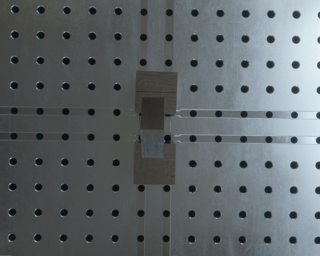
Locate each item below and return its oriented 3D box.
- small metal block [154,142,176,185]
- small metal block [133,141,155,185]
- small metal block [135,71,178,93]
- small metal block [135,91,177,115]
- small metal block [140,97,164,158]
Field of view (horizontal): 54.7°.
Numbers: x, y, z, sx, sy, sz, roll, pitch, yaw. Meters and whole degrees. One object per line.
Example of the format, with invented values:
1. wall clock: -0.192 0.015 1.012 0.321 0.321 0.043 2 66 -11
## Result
1. small metal block: 0.006 0.044 0.400 0.025 0.050 0.050 1 90 0
2. small metal block: -0.019 0.043 0.400 0.025 0.050 0.050 1 90 0
3. small metal block: -0.004 -0.056 0.400 0.050 0.050 0.025 2 90 -1
4. small metal block: -0.005 -0.031 0.400 0.050 0.050 0.025 2 90 -1
5. small metal block: -0.008 0.000 0.359 0.025 0.050 0.050 1 48 0
